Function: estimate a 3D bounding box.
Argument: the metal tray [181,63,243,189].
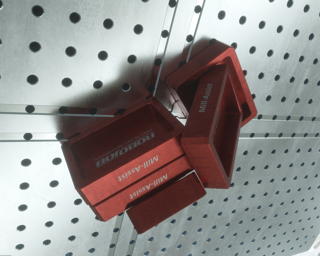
[{"bbox_3d":[0.069,-0.004,0.375,0.090,0.030,0.130,61,37,-39],"label":"metal tray"}]

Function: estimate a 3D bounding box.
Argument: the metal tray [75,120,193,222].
[{"bbox_3d":[-0.031,0.044,0.378,0.131,0.090,0.030,-29,129,-11],"label":"metal tray"}]

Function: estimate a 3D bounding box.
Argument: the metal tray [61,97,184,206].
[{"bbox_3d":[-0.041,0.021,0.360,0.131,0.090,0.030,-29,129,-11],"label":"metal tray"}]

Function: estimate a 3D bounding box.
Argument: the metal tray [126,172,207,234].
[{"bbox_3d":[0.000,0.092,0.410,0.090,0.130,0.030,-28,87,-10],"label":"metal tray"}]

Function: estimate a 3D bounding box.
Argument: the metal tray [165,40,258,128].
[{"bbox_3d":[0.075,-0.041,0.424,0.090,0.030,0.130,-38,130,-3],"label":"metal tray"}]
